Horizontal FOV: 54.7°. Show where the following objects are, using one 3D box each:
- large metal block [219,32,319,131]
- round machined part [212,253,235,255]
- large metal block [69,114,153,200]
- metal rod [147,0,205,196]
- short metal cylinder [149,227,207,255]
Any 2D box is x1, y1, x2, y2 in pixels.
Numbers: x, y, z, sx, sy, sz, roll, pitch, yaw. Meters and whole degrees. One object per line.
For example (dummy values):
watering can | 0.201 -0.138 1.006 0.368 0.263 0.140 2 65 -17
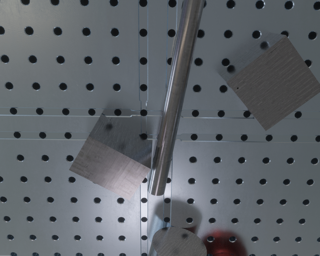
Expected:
large metal block | 0.133 -0.057 0.380 0.080 0.050 0.080 -39 106 13
round machined part | 0.103 0.241 0.494 0.099 0.042 0.097 0 110 0
large metal block | -0.058 0.034 0.396 0.080 0.080 0.050 30 107 -11
metal rod | 0.020 -0.047 0.396 0.025 0.025 0.298 9 110 -4
short metal cylinder | 0.023 0.192 0.455 0.081 0.080 0.050 11 110 -4
